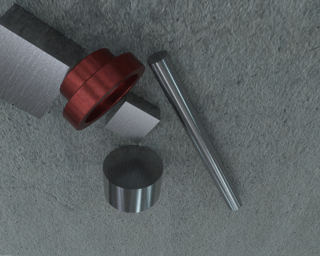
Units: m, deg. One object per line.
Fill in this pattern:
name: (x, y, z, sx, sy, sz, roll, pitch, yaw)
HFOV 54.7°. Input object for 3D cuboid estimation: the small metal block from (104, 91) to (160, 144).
small metal block: (-0.035, -0.013, 0.396, 0.050, 0.025, 0.050, 29, 124, -23)

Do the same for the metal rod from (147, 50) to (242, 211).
metal rod: (0.061, 0.025, 0.428, 0.025, 0.025, 0.299, -20, 128, 16)

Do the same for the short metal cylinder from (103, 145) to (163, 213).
short metal cylinder: (-0.038, 0.069, 0.430, 0.081, 0.080, 0.050, 3, 130, -3)

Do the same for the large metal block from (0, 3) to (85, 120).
large metal block: (-0.140, -0.068, 0.331, 0.080, 0.050, 0.080, 32, 123, -24)

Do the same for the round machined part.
round machined part: (-0.065, -0.046, 0.327, 0.042, 0.098, 0.098, 46, 120, -1)
